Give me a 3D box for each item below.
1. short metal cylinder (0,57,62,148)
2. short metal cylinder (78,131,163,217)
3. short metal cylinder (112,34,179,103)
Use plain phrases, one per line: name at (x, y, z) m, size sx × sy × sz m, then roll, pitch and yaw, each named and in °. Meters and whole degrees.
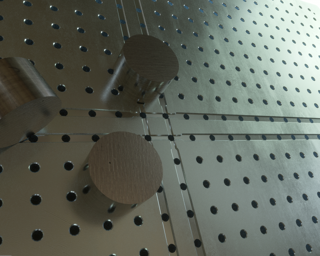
short metal cylinder at (-0.148, -0.024, 0.308) m, size 0.081 × 0.080 × 0.050 m, roll -33°, pitch 81°, yaw -38°
short metal cylinder at (-0.044, 0.050, 0.337) m, size 0.081 × 0.050 × 0.080 m, roll 14°, pitch 56°, yaw -21°
short metal cylinder at (-0.021, -0.082, 0.431) m, size 0.081 × 0.050 × 0.080 m, roll 14°, pitch 56°, yaw -21°
